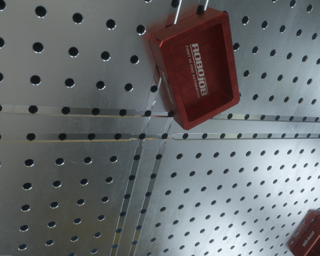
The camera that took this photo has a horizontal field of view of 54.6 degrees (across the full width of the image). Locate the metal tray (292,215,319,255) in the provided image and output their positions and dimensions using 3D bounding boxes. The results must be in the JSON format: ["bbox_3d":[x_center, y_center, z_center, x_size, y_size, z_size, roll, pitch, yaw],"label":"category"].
[{"bbox_3d":[0.413,0.288,0.809,0.091,0.030,0.129,12,112,-33],"label":"metal tray"}]

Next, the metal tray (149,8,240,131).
[{"bbox_3d":[0.049,-0.070,0.390,0.090,0.030,0.130,-28,128,-11],"label":"metal tray"}]
